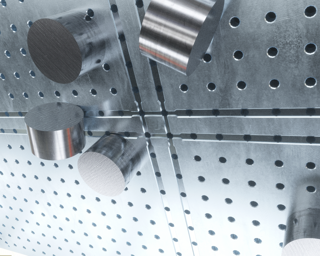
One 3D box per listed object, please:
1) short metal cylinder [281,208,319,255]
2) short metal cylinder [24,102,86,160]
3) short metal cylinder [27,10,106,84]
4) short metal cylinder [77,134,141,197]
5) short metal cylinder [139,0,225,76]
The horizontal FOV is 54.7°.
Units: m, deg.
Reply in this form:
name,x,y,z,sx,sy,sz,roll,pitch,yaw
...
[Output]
name,x,y,z,sx,sy,sz,roll,pitch,yaw
short metal cylinder,0.196,0.147,0.383,0.080,0.050,0.079,13,124,20
short metal cylinder,-0.152,0.003,0.455,0.080,0.080,0.050,17,125,18
short metal cylinder,-0.117,-0.102,0.391,0.080,0.050,0.079,13,124,20
short metal cylinder,-0.076,0.056,0.468,0.080,0.050,0.079,13,124,20
short metal cylinder,0.022,-0.098,0.303,0.050,0.080,0.079,27,128,11
